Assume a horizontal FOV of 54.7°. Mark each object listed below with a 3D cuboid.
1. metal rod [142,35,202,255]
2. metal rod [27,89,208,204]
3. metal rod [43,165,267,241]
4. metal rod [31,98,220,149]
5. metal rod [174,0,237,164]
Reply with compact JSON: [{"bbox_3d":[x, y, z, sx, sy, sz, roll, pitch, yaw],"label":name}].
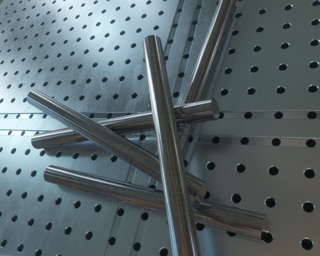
[{"bbox_3d":[0.008,0.012,0.331,0.025,0.025,0.299,-19,56,16],"label":"metal rod"},{"bbox_3d":[-0.074,0.010,0.393,0.300,0.025,0.025,26,76,30],"label":"metal rod"},{"bbox_3d":[-0.029,0.081,0.372,0.300,0.025,0.025,6,65,30],"label":"metal rod"},{"bbox_3d":[-0.067,0.000,0.421,0.300,0.025,0.025,-9,58,30],"label":"metal rod"},{"bbox_3d":[0.055,-0.068,0.419,0.025,0.025,0.300,8,65,31],"label":"metal rod"}]
